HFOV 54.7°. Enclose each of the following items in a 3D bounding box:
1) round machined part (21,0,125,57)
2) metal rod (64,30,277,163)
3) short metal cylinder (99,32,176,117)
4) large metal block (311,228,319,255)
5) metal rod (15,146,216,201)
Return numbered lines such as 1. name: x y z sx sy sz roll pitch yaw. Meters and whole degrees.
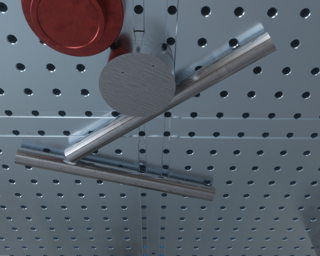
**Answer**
1. round machined part: -0.085 -0.113 0.303 0.099 0.042 0.097 -1 130 0
2. metal rod: -0.004 -0.028 0.387 0.300 0.025 0.025 -28 125 21
3. short metal cylinder: -0.024 -0.059 0.345 0.081 0.050 0.079 -1 130 0
4. large metal block: 0.333 0.227 0.574 0.050 0.080 0.079 0 130 -1
5. metal rod: -0.059 0.073 0.472 0.302 0.025 0.025 13 129 -12
